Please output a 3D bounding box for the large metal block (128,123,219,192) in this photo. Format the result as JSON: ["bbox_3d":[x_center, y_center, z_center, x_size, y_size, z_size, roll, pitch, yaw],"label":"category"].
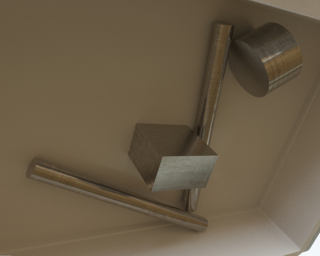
[{"bbox_3d":[0.014,0.036,0.405,0.081,0.080,0.050,2,117,-30],"label":"large metal block"}]

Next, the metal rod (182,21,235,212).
[{"bbox_3d":[0.064,0.002,0.446,0.025,0.025,0.298,-8,122,-25],"label":"metal rod"}]

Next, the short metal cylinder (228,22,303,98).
[{"bbox_3d":[0.131,-0.086,0.394,0.050,0.080,0.080,-30,129,-9],"label":"short metal cylinder"}]

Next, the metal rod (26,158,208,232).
[{"bbox_3d":[-0.038,0.105,0.441,0.301,0.025,0.025,28,103,-34],"label":"metal rod"}]
